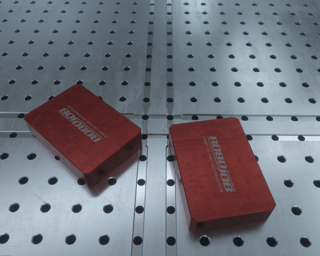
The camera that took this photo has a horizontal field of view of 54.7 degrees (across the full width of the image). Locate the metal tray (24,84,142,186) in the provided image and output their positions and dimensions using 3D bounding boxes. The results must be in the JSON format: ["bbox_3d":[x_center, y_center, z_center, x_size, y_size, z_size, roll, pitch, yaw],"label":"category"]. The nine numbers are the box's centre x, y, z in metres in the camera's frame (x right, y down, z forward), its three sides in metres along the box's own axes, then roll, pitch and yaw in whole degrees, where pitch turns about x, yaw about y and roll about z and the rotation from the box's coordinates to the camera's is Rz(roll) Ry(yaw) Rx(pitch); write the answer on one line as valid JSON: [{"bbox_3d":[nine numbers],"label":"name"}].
[{"bbox_3d":[-0.099,0.003,0.401,0.130,0.030,0.090,35,58,26],"label":"metal tray"}]

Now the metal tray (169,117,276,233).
[{"bbox_3d":[0.066,0.048,0.364,0.091,0.030,0.130,-7,50,-6],"label":"metal tray"}]
